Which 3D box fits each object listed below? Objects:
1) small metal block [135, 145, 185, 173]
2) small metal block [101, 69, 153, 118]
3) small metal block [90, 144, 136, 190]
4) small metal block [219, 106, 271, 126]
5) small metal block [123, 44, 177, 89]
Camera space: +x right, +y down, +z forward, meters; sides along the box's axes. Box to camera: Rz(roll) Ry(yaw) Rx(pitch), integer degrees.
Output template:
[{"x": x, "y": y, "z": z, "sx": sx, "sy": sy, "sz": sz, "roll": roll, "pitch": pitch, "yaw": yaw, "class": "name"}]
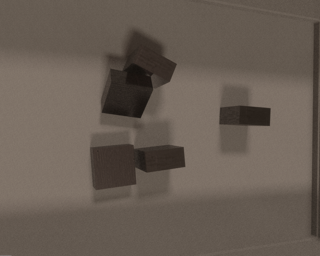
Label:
[{"x": -0.002, "y": 0.038, "z": 0.398, "sx": 0.050, "sy": 0.050, "sz": 0.025, "roll": -6, "pitch": 92, "yaw": -20, "class": "small metal block"}, {"x": -0.042, "y": -0.041, "z": 0.381, "sx": 0.050, "sy": 0.050, "sz": 0.025, "roll": 8, "pitch": 46, "yaw": -20, "class": "small metal block"}, {"x": -0.059, "y": 0.048, "z": 0.390, "sx": 0.050, "sy": 0.025, "sz": 0.050, "roll": -5, "pitch": 92, "yaw": -20, "class": "small metal block"}, {"x": 0.121, "y": -0.016, "z": 0.443, "sx": 0.050, "sy": 0.050, "sz": 0.025, "roll": 3, "pitch": 89, "yaw": -20, "class": "small metal block"}, {"x": -0.014, "y": -0.076, "z": 0.392, "sx": 0.050, "sy": 0.050, "sz": 0.025, "roll": 25, "pitch": 78, "yaw": -19, "class": "small metal block"}]
